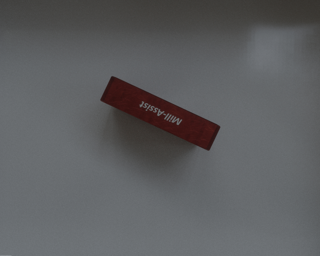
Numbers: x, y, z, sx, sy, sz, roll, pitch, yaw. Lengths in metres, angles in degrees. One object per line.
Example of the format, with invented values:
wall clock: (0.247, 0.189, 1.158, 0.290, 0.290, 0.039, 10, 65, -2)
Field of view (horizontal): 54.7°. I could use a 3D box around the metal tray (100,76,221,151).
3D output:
metal tray: (0.000, -0.016, 0.375, 0.131, 0.090, 0.030, 25, 90, -1)
